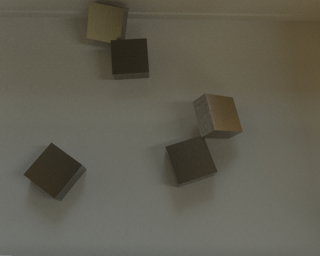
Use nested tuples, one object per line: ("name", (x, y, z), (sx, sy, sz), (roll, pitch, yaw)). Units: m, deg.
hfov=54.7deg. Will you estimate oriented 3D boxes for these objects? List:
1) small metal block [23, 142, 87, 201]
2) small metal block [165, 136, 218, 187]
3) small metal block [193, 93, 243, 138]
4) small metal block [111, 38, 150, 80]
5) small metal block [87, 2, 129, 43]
("small metal block", (-0.130, 0.055, 0.389), (0.050, 0.025, 0.050), (34, 73, 11))
("small metal block", (0.039, 0.043, 0.394), (0.050, 0.025, 0.050), (-17, 71, -6))
("small metal block", (0.075, -0.015, 0.403), (0.050, 0.025, 0.050), (3, 66, -35))
("small metal block", (-0.042, -0.097, 0.440), (0.050, 0.025, 0.050), (-4, 81, -2))
("small metal block", (-0.076, -0.153, 0.450), (0.050, 0.025, 0.050), (13, 114, 4))
